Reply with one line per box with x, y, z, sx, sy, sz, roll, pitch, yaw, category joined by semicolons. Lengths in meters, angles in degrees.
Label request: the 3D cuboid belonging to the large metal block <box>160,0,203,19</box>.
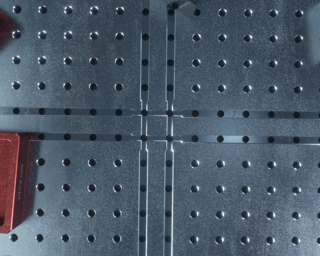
0.030;-0.204;0.401;0.080;0.050;0.080;31;90;0;large metal block

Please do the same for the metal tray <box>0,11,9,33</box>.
-0.280;-0.128;0.408;0.090;0.030;0.130;42;90;0;metal tray

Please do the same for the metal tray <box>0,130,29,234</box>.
-0.229;0.067;0.408;0.091;0.030;0.129;5;90;0;metal tray
